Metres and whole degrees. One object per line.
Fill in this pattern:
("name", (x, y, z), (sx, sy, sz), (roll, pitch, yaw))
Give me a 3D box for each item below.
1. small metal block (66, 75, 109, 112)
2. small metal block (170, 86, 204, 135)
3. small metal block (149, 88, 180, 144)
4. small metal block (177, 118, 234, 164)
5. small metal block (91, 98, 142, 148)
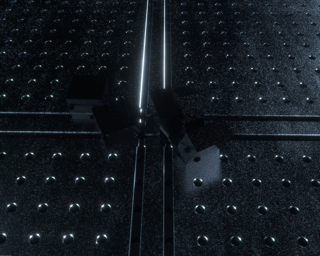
("small metal block", (-0.103, -0.050, 0.449), (0.050, 0.025, 0.050), (1, 50, 1))
("small metal block", (0.035, -0.023, 0.399), (0.025, 0.050, 0.050), (-13, 20, -11))
("small metal block", (0.005, -0.016, 0.405), (0.025, 0.050, 0.050), (-13, 51, -11))
("small metal block", (0.053, 0.017, 0.375), (0.050, 0.050, 0.025), (-22, 74, -18))
("small metal block", (-0.058, -0.008, 0.413), (0.050, 0.025, 0.050), (-19, 53, -16))
